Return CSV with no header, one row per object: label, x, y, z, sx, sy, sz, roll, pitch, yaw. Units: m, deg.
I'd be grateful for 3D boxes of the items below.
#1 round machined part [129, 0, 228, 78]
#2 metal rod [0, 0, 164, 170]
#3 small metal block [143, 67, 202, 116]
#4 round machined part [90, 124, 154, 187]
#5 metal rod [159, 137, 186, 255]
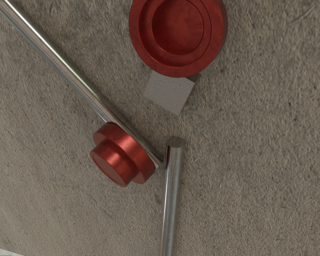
round machined part,0.021,-0.105,0.318,0.098,0.042,0.097,11,120,20
metal rod,-0.105,-0.056,0.427,0.300,0.025,0.025,47,129,-5
small metal block,0.014,-0.050,0.368,0.050,0.025,0.050,31,129,8
round machined part,-0.058,0.044,0.429,0.098,0.042,0.098,35,154,21
metal rod,0.015,0.144,0.487,0.025,0.025,0.298,16,125,19
